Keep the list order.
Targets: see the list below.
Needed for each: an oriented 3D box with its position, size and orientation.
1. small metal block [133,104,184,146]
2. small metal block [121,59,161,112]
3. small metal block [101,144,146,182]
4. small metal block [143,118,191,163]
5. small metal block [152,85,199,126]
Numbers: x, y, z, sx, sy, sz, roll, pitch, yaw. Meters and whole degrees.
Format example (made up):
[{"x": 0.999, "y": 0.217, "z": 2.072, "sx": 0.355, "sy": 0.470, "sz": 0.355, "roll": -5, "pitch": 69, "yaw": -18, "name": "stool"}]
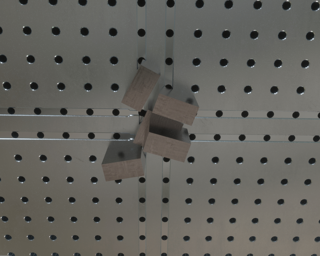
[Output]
[{"x": -0.003, "y": 0.003, "z": 0.415, "sx": 0.050, "sy": 0.025, "sz": 0.050, "roll": 22, "pitch": 108, "yaw": -9, "name": "small metal block"}, {"x": -0.023, "y": -0.054, "z": 0.380, "sx": 0.025, "sy": 0.050, "sz": 0.050, "roll": 27, "pitch": 108, "yaw": -10, "name": "small metal block"}, {"x": -0.047, "y": 0.045, "z": 0.416, "sx": 0.050, "sy": 0.050, "sz": 0.025, "roll": -9, "pitch": 110, "yaw": 3, "name": "small metal block"}, {"x": 0.008, "y": 0.014, "z": 0.379, "sx": 0.050, "sy": 0.050, "sz": 0.025, "roll": 16, "pitch": 109, "yaw": -6, "name": "small metal block"}, {"x": 0.018, "y": -0.030, "z": 0.389, "sx": 0.050, "sy": 0.050, "sz": 0.025, "roll": 19, "pitch": 109, "yaw": -7, "name": "small metal block"}]
